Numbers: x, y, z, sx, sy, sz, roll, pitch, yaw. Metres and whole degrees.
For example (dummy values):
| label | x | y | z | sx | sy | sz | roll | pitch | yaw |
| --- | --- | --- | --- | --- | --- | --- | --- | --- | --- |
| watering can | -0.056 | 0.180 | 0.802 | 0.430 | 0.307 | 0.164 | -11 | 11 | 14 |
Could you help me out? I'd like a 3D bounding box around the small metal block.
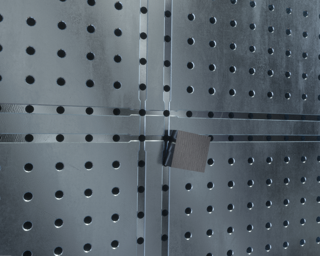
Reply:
| label | x | y | z | sx | sy | sz | roll | pitch | yaw |
| --- | --- | --- | --- | --- | --- | --- | --- | --- | --- |
| small metal block | 0.038 | 0.032 | 0.428 | 0.050 | 0.025 | 0.050 | 12 | 86 | -20 |
